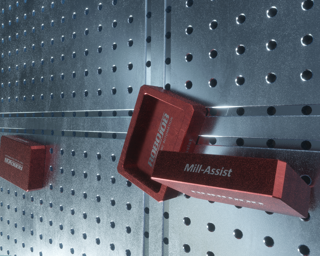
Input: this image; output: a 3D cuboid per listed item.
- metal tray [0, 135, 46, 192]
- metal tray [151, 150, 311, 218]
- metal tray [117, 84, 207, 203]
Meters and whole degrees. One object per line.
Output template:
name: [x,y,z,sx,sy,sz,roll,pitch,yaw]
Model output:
metal tray: [-0.287,0.069,0.639,0.130,0.030,0.089,11,97,39]
metal tray: [0.068,0.054,0.306,0.130,0.090,0.030,1,68,39]
metal tray: [-0.002,0.018,0.405,0.090,0.030,0.129,28,107,36]
